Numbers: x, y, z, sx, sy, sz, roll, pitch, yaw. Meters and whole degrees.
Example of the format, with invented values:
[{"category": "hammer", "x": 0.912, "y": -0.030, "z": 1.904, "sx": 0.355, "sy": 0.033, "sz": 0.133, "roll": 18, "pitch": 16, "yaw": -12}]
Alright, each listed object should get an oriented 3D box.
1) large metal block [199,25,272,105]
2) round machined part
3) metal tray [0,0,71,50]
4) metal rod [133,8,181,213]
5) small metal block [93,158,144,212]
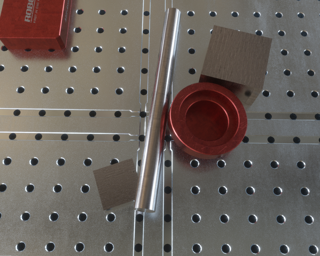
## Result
[{"category": "large metal block", "x": 0.102, "y": -0.087, "z": 0.431, "sx": 0.080, "sy": 0.050, "sz": 0.080, "roll": 15, "pitch": 71, "yaw": 5}, {"category": "round machined part", "x": 0.058, "y": -0.007, "z": 0.401, "sx": 0.099, "sy": 0.042, "sz": 0.098, "roll": 3, "pitch": 69, "yaw": -7}, {"category": "metal tray", "x": -0.188, "y": -0.183, "z": 0.474, "sx": 0.091, "sy": 0.030, "sz": 0.130, "roll": 0, "pitch": 70, "yaw": -1}, {"category": "metal rod", "x": 0.001, "y": -0.041, "z": 0.413, "sx": 0.025, "sy": 0.025, "sz": 0.299, "roll": 7, "pitch": 65, "yaw": 2}, {"category": "small metal block", "x": -0.050, "y": 0.071, "z": 0.385, "sx": 0.050, "sy": 0.025, "sz": 0.050, "roll": -18, "pitch": 71, "yaw": -7}]
